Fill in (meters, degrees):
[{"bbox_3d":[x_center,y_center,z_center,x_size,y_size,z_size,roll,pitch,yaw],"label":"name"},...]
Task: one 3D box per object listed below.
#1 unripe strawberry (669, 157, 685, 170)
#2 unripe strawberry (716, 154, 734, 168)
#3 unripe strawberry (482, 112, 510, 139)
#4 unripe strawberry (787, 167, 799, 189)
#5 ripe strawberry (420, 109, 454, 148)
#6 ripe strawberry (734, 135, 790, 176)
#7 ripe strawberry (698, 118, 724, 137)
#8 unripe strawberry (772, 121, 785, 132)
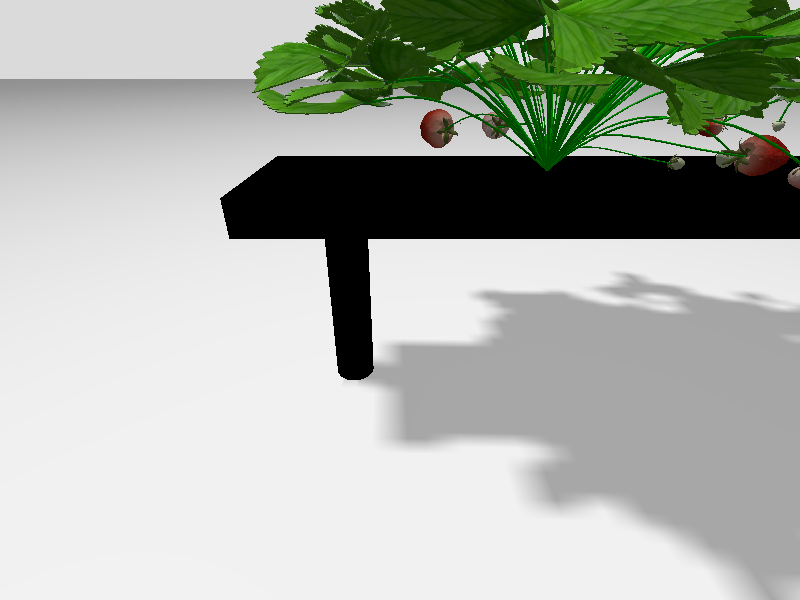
[{"bbox_3d":[0.235,-0.116,0.340,0.012,0.010,0.012,0,30,-1],"label":"unripe strawberry"},{"bbox_3d":[0.282,-0.122,0.347,0.014,0.014,0.013,-9,31,1],"label":"unripe strawberry"},{"bbox_3d":[0.114,-0.210,0.480,0.034,0.030,0.031,-2,30,-3],"label":"unripe strawberry"},{"bbox_3d":[0.285,-0.085,0.282,0.017,0.017,0.019,-22,17,33],"label":"unripe strawberry"},{"bbox_3d":[0.038,-0.187,0.438,0.037,0.039,0.040,-20,35,-30],"label":"ripe strawberry"},{"bbox_3d":[0.287,-0.114,0.316,0.031,0.030,0.034,4,31,6],"label":"ripe strawberry"},{"bbox_3d":[0.386,-0.218,0.500,0.027,0.029,0.029,-26,26,-37],"label":"ripe strawberry"},{"bbox_3d":[0.453,-0.208,0.480,0.011,0.011,0.011,-20,36,-30],"label":"unripe strawberry"}]
